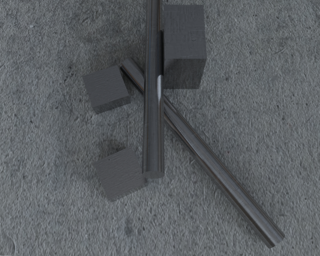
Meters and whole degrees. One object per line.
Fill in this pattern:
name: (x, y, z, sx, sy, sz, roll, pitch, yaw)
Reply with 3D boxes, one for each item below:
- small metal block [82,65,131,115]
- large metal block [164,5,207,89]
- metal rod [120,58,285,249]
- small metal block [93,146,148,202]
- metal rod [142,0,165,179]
small metal block: (-0.073, -0.053, 0.426, 0.050, 0.025, 0.050, -20, 71, -8)
large metal block: (0.030, -0.106, 0.418, 0.050, 0.080, 0.080, 0, 70, 0)
metal rod: (0.045, 0.021, 0.401, 0.025, 0.025, 0.300, -36, 74, -12)
small metal block: (-0.048, 0.058, 0.386, 0.050, 0.025, 0.050, -24, 72, -9)
metal rod: (-0.008, -0.079, 0.413, 0.025, 0.025, 0.299, 0, 61, 0)
